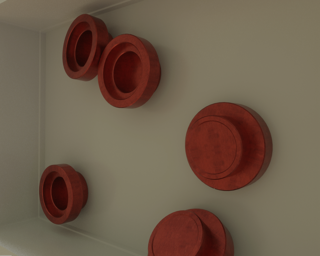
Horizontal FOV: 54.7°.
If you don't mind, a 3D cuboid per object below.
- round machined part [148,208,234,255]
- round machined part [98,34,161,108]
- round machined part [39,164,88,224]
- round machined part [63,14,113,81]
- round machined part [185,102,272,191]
[{"bbox_3d":[0.026,0.130,0.337,0.098,0.042,0.098,-26,33,19],"label":"round machined part"},{"bbox_3d":[-0.037,-0.075,0.424,0.098,0.042,0.097,0,90,39],"label":"round machined part"},{"bbox_3d":[-0.159,0.109,0.524,0.098,0.042,0.097,0,90,39],"label":"round machined part"},{"bbox_3d":[-0.107,-0.120,0.476,0.098,0.042,0.097,-6,82,45],"label":"round machined part"},{"bbox_3d":[0.067,0.020,0.339,0.098,0.042,0.097,0,90,39],"label":"round machined part"}]
